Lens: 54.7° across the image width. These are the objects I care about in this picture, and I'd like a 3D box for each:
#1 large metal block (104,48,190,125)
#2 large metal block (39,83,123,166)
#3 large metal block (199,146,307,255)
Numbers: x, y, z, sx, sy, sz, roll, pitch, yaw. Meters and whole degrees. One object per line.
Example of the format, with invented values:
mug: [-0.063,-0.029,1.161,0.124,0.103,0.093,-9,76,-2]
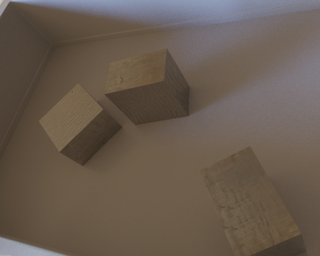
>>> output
large metal block: [-0.013,-0.050,0.407,0.080,0.080,0.050,-9,58,23]
large metal block: [-0.116,-0.006,0.452,0.080,0.050,0.080,-45,51,-4]
large metal block: [0.084,0.076,0.279,0.050,0.080,0.080,-28,52,10]
